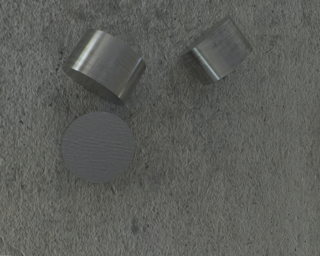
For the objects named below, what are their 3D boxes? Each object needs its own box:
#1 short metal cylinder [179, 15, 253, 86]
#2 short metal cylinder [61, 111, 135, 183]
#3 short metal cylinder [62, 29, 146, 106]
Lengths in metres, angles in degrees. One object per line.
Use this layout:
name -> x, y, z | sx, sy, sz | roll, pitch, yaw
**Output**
short metal cylinder -> 0.073, -0.101, 0.406 | 0.080, 0.080, 0.050 | -44, 104, -15
short metal cylinder -> -0.075, 0.021, 0.368 | 0.081, 0.050, 0.080 | 0, 90, -20
short metal cylinder -> -0.063, -0.068, 0.356 | 0.080, 0.080, 0.050 | 33, 80, -17
